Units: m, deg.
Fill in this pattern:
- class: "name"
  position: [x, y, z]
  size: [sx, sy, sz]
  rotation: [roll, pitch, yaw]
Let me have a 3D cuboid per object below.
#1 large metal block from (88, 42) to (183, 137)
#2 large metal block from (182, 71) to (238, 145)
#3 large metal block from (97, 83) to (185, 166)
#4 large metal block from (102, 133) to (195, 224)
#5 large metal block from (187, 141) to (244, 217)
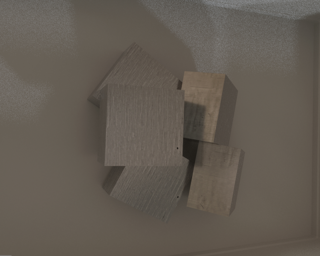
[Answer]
- class: "large metal block"
  position: [-0.030, -0.045, 0.386]
  size: [0.080, 0.050, 0.080]
  rotation: [38, 78, -17]
- class: "large metal block"
  position: [0.061, -0.021, 0.397]
  size: [0.080, 0.050, 0.080]
  rotation: [19, 81, -65]
- class: "large metal block"
  position: [-0.022, -0.001, 0.334]
  size: [0.081, 0.050, 0.080]
  rotation: [3, 88, -19]
- class: "large metal block"
  position: [-0.014, 0.060, 0.389]
  size: [0.080, 0.050, 0.080]
  rotation: [31, 80, -18]
- class: "large metal block"
  position: [0.076, 0.064, 0.402]
  size: [0.050, 0.080, 0.080]
  rotation: [10, 86, 19]
